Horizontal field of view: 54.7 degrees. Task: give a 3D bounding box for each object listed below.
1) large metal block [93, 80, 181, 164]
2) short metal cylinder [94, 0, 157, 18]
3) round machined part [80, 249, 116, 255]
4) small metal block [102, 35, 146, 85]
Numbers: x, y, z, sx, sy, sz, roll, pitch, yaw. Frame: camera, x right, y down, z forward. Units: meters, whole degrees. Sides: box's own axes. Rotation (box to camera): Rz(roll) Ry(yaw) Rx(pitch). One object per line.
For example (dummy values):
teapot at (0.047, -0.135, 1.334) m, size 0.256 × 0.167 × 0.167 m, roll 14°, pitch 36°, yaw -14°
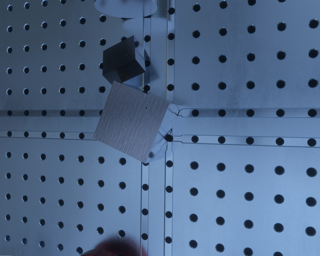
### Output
large metal block at (-0.030, -0.009, 0.410) m, size 0.080 × 0.050 × 0.080 m, roll 24°, pitch 98°, yaw 18°
short metal cylinder at (-0.043, -0.180, 0.399) m, size 0.080 × 0.080 × 0.050 m, roll 1°, pitch 90°, yaw 20°
round machined part at (-0.081, 0.218, 0.432) m, size 0.098 × 0.042 × 0.097 m, roll 0°, pitch 90°, yaw 20°
small metal block at (-0.049, -0.090, 0.418) m, size 0.050 × 0.025 × 0.050 m, roll -22°, pitch 50°, yaw 18°
